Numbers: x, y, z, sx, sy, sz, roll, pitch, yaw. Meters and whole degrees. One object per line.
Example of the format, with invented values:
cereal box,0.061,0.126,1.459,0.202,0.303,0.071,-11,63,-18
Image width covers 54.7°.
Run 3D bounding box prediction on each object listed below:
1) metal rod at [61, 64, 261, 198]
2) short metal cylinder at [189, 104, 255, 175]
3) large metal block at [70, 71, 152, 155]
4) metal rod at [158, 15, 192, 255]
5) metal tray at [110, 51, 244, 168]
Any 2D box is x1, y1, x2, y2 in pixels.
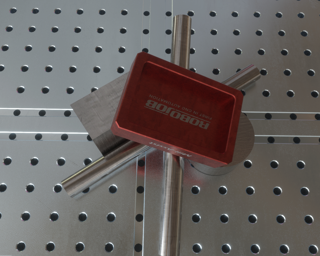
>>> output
metal rod,0.010,-0.002,0.413,0.301,0.025,0.025,-32,74,-12
short metal cylinder,0.072,0.016,0.392,0.081,0.050,0.080,0,70,0
large metal block,-0.054,-0.014,0.386,0.080,0.080,0.050,-32,74,-11
metal rod,0.020,0.000,0.388,0.025,0.025,0.299,4,79,1
metal tray,0.022,-0.018,0.341,0.131,0.030,0.090,19,70,-13
